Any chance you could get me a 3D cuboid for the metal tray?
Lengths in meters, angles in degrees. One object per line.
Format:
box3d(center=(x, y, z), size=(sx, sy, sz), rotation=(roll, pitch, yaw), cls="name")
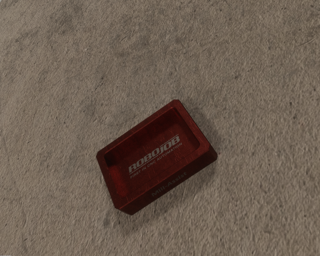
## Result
box3d(center=(-0.008, 0.034, 0.382), size=(0.130, 0.030, 0.090), rotation=(-34, 52, 5), cls="metal tray")
